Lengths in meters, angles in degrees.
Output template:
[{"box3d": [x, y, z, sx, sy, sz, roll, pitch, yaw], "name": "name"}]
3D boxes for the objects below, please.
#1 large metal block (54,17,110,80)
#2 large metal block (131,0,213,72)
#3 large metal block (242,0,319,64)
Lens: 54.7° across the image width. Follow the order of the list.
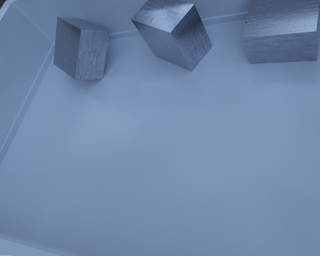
[{"box3d": [-0.133, -0.132, 0.515, 0.080, 0.050, 0.079, 35, 122, 38], "name": "large metal block"}, {"box3d": [0.018, -0.136, 0.444, 0.080, 0.080, 0.050, 32, 80, 38], "name": "large metal block"}, {"box3d": [0.155, -0.130, 0.388, 0.080, 0.050, 0.080, 3, 63, 29], "name": "large metal block"}]
